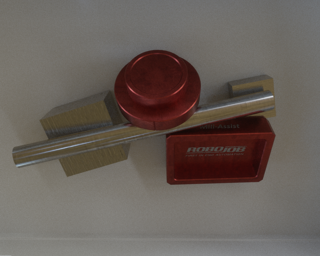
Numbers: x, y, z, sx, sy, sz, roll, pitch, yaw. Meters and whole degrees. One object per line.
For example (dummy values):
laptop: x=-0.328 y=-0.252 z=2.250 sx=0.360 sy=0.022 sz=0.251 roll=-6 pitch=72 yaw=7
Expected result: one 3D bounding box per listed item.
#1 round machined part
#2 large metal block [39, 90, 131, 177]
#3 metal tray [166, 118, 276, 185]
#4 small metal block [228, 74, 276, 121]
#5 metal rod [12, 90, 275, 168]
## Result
round machined part: x=-0.003 y=-0.049 z=0.350 sx=0.099 sy=0.098 sz=0.042 roll=-4 pitch=151 yaw=1
large metal block: x=-0.091 y=0.006 z=0.396 sx=0.080 sy=0.050 sz=0.080 roll=-17 pitch=110 yaw=5
metal tray: x=0.073 y=0.032 z=0.405 sx=0.131 sy=0.030 sz=0.089 roll=-2 pitch=130 yaw=-1
small metal block: x=0.118 y=-0.037 z=0.397 sx=0.050 sy=0.025 sz=0.050 roll=-11 pitch=110 yaw=3
metal rod: x=-0.015 y=0.000 z=0.362 sx=0.302 sy=0.025 sz=0.025 roll=-13 pitch=110 yaw=-4
